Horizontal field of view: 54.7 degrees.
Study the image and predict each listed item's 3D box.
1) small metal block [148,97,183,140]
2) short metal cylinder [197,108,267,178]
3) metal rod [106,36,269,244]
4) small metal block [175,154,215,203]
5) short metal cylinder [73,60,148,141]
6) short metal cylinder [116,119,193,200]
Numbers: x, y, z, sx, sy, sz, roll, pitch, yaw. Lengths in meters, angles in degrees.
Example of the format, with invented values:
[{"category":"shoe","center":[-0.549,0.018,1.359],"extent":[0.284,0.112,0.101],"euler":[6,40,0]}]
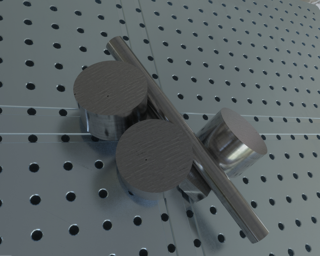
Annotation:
[{"category":"small metal block","center":[-0.005,-0.011,0.408],"extent":[0.050,0.025,0.050],"euler":[40,51,-1]},{"category":"short metal cylinder","center":[0.094,0.019,0.410],"extent":[0.080,0.050,0.080],"euler":[32,29,-20]},{"category":"metal rod","center":[0.027,0.006,0.382],"extent":[0.025,0.025,0.299],"euler":[-29,77,-37]},{"category":"small metal block","center":[0.045,0.057,0.393],"extent":[0.050,0.025,0.050],"euler":[42,51,1]},{"category":"short metal cylinder","center":[-0.055,-0.032,0.360],"extent":[0.081,0.050,0.080],"euler":[2,56,-2]},{"category":"short metal cylinder","center":[-0.007,0.036,0.344],"extent":[0.081,0.050,0.080],"euler":[1,68,-3]}]
